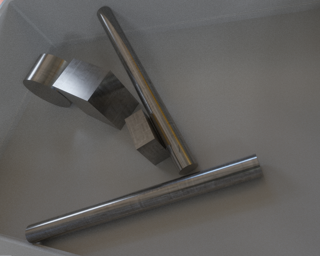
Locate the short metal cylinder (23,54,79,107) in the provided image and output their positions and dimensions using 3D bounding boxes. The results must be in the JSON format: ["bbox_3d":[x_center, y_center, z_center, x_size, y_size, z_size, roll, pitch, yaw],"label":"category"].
[{"bbox_3d":[-0.172,-0.075,0.504,0.080,0.080,0.050,10,67,32],"label":"short metal cylinder"}]

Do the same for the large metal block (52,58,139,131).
[{"bbox_3d":[-0.090,-0.048,0.446,0.080,0.080,0.050,23,74,36],"label":"large metal block"}]

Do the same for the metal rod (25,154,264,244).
[{"bbox_3d":[-0.031,0.089,0.366,0.301,0.025,0.025,-20,54,15],"label":"metal rod"}]

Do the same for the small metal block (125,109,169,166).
[{"bbox_3d":[-0.015,0.012,0.389,0.025,0.050,0.050,-32,52,8],"label":"small metal block"}]

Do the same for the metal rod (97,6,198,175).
[{"bbox_3d":[-0.028,-0.069,0.429,0.025,0.025,0.299,-32,62,7],"label":"metal rod"}]
